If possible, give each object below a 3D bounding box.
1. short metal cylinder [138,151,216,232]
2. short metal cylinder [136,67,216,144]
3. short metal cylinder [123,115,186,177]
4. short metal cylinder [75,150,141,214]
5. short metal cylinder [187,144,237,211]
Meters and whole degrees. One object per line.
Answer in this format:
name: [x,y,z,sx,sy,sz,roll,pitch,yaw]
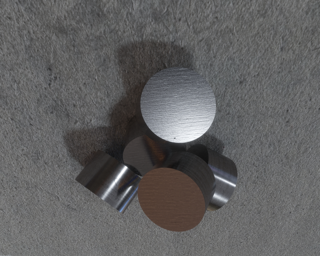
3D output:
short metal cylinder: [0.021,0.074,0.367,0.080,0.050,0.079,7,110,21]
short metal cylinder: [0.015,-0.022,0.346,0.081,0.080,0.050,10,173,-9]
short metal cylinder: [-0.007,0.021,0.410,0.081,0.050,0.079,-1,130,0]
short metal cylinder: [-0.069,0.074,0.427,0.080,0.050,0.080,33,164,11]
short metal cylinder: [0.060,0.069,0.431,0.050,0.080,0.080,28,125,-22]
